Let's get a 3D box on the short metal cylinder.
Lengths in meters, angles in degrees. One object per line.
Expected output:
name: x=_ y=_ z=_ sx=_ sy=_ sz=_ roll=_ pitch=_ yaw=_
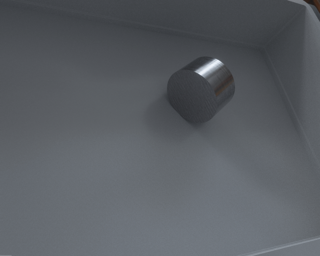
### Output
short metal cylinder: x=0.057 y=-0.054 z=0.436 sx=0.080 sy=0.080 sz=0.050 roll=47 pitch=51 yaw=4
